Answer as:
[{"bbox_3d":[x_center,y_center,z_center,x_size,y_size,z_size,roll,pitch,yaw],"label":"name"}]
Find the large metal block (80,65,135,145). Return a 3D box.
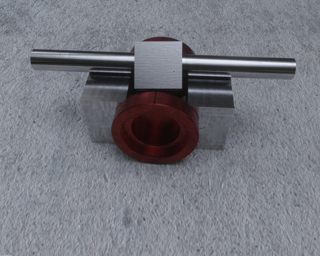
[{"bbox_3d":[-0.060,-0.035,0.398,0.050,0.080,0.080,3,50,3],"label":"large metal block"}]

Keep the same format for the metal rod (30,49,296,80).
[{"bbox_3d":[0.002,-0.075,0.364,0.302,0.025,0.025,2,50,2],"label":"metal rod"}]

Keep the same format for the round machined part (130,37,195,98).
[{"bbox_3d":[0.002,-0.069,0.415,0.099,0.097,0.042,3,51,2],"label":"round machined part"}]

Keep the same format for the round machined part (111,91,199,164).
[{"bbox_3d":[-0.004,-0.005,0.361,0.099,0.097,0.042,4,45,3],"label":"round machined part"}]

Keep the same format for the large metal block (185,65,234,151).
[{"bbox_3d":[0.058,-0.028,0.393,0.050,0.080,0.080,3,50,2],"label":"large metal block"}]

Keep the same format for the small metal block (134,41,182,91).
[{"bbox_3d":[-0.001,-0.067,0.339,0.050,0.025,0.050,0,90,2],"label":"small metal block"}]
